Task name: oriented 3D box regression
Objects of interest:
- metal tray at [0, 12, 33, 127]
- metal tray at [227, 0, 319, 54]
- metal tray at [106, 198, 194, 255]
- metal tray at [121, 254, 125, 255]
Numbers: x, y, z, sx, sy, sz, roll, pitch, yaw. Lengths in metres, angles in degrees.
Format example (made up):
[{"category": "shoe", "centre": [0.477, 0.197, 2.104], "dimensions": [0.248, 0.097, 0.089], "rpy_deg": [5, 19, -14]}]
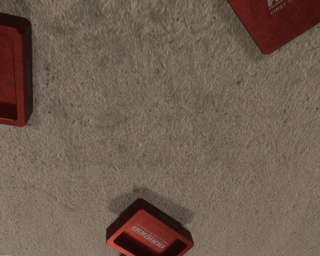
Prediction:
[{"category": "metal tray", "centre": [-0.194, -0.065, 0.345], "dimensions": [0.091, 0.030, 0.129], "rpy_deg": [10, 129, -9]}, {"category": "metal tray", "centre": [0.132, -0.141, 0.286], "dimensions": [0.130, 0.030, 0.090], "rpy_deg": [-32, 124, 24]}, {"category": "metal tray", "centre": [-0.017, 0.191, 0.540], "dimensions": [0.130, 0.030, 0.090], "rpy_deg": [40, 102, -22]}, {"category": "metal tray", "centre": [-0.023, 0.259, 0.624], "dimensions": [0.091, 0.030, 0.129], "rpy_deg": [19, 128, -16]}]
